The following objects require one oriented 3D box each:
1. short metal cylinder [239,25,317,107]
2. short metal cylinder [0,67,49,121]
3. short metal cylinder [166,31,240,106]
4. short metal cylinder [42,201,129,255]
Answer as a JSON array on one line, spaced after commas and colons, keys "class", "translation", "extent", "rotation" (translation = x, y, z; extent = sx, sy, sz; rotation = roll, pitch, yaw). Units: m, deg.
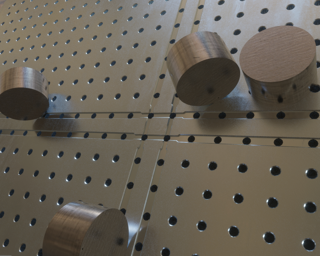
[{"class": "short metal cylinder", "translation": [0.139, -0.072, 0.363], "extent": [0.080, 0.050, 0.080], "rotation": [-13, 56, 21]}, {"class": "short metal cylinder", "translation": [-0.233, -0.058, 0.531], "extent": [0.080, 0.080, 0.050], "rotation": [-26, 53, 12]}, {"class": "short metal cylinder", "translation": [0.053, -0.073, 0.390], "extent": [0.080, 0.080, 0.050], "rotation": [-26, 53, 12]}, {"class": "short metal cylinder", "translation": [-0.078, 0.124, 0.338], "extent": [0.050, 0.080, 0.080], "rotation": [3, 63, 29]}]
